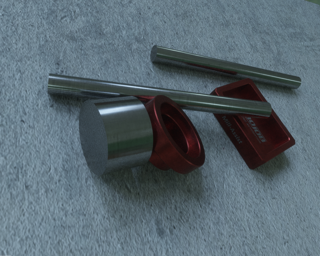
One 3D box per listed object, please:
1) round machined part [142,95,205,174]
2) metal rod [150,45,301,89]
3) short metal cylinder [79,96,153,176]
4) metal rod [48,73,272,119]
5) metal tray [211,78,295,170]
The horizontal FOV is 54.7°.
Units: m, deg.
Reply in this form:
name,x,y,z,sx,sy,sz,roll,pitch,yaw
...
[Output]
name,x,y,z,sx,sy,sz,roll,pitch,yaw
round machined part,0.009,0.012,0.372,0.098,0.042,0.098,44,26,-28
metal rod,0.126,-0.100,0.532,0.302,0.025,0.025,5,60,-26
short metal cylinder,-0.050,0.007,0.337,0.050,0.080,0.080,-9,67,-32
metal rod,0.012,-0.039,0.410,0.302,0.025,0.025,5,59,-17
metal tray,0.141,-0.011,0.482,0.091,0.030,0.130,-21,73,-36
